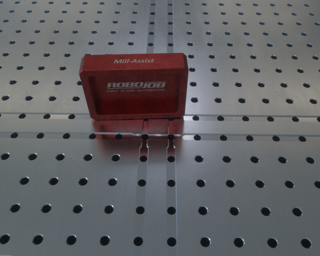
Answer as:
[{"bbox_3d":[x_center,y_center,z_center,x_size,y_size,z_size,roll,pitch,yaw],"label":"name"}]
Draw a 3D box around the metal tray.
[{"bbox_3d":[-0.031,-0.052,0.409,0.131,0.090,0.030,-2,50,-2],"label":"metal tray"}]
